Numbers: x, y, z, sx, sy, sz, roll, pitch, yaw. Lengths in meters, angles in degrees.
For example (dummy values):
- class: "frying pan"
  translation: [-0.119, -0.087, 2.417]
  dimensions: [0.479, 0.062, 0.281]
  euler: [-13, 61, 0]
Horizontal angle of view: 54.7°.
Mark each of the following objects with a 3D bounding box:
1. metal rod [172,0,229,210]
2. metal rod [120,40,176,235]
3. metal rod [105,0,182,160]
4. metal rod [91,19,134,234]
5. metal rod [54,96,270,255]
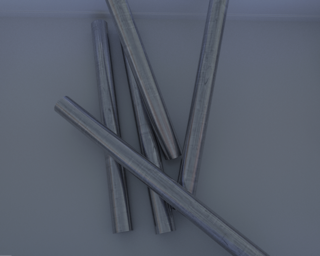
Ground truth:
- class: "metal rod"
  translation: [0.055, -0.046, 0.390]
  dimensions: [0.025, 0.025, 0.298]
  euler: [10, 84, 3]
- class: "metal rod"
  translation: [-0.022, -0.015, 0.414]
  dimensions: [0.025, 0.025, 0.299]
  euler: [-10, 70, -4]
- class: "metal rod"
  translation: [-0.033, -0.102, 0.378]
  dimensions: [0.025, 0.025, 0.298]
  euler: [-22, 98, -8]
- class: "metal rod"
  translation: [-0.067, -0.016, 0.414]
  dimensions: [0.025, 0.025, 0.299]
  euler: [-9, 70, -4]
- class: "metal rod"
  translation: [-0.007, 0.058, 0.360]
  dimensions: [0.300, 0.025, 0.025]
  euler: [37, 74, 12]
